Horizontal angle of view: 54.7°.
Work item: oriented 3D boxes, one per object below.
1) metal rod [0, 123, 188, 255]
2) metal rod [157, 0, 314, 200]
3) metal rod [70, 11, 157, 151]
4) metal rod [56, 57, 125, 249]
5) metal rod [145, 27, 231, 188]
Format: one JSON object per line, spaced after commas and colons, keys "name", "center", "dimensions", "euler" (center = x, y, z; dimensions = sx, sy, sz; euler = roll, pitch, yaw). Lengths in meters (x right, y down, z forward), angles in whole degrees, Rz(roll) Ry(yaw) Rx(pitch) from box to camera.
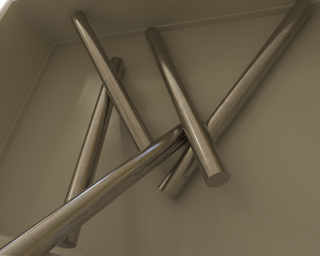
{"name": "metal rod", "center": [-0.059, 0.064, 0.292], "dimensions": [0.025, 0.025, 0.302], "euler": [19, 37, 35]}
{"name": "metal rod", "center": [0.097, -0.041, 0.379], "dimensions": [0.025, 0.025, 0.300], "euler": [31, 78, 38]}
{"name": "metal rod", "center": [-0.075, -0.077, 0.449], "dimensions": [0.025, 0.025, 0.299], "euler": [-34, 59, 6]}
{"name": "metal rod", "center": [-0.084, 0.005, 0.410], "dimensions": [0.025, 0.025, 0.300], "euler": [-13, 45, 21]}
{"name": "metal rod", "center": [0.022, -0.052, 0.404], "dimensions": [0.025, 0.025, 0.300], "euler": [-29, 45, 10]}
